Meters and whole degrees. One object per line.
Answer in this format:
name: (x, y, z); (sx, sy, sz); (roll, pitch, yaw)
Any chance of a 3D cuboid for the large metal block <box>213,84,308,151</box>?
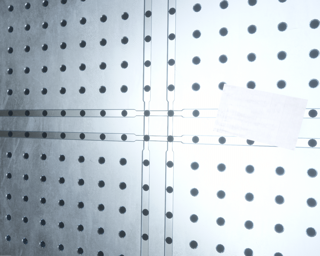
large metal block: (0.111, -0.012, 0.344); (0.080, 0.080, 0.050); (14, 95, 19)
